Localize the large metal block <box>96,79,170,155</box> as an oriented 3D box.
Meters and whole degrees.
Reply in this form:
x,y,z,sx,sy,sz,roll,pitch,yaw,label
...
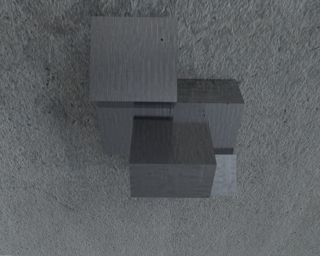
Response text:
x,y,z,sx,sy,sz,roll,pitch,yaw,label
-0.030,-0.013,0.379,0.081,0.050,0.079,1,130,-1,large metal block

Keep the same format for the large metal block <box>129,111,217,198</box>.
x,y,z,sx,sy,sz,roll,pitch,yaw,label
0.011,0.026,0.330,0.081,0.080,0.050,1,130,-1,large metal block

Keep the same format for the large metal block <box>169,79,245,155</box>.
x,y,z,sx,sy,sz,roll,pitch,yaw,label
0.051,-0.013,0.380,0.081,0.050,0.079,1,130,-1,large metal block

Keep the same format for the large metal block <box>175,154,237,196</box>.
x,y,z,sx,sy,sz,roll,pitch,yaw,label
0.052,0.060,0.416,0.081,0.080,0.050,0,86,-1,large metal block

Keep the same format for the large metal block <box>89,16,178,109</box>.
x,y,z,sx,sy,sz,roll,pitch,yaw,label
-0.024,-0.063,0.311,0.081,0.050,0.080,1,86,-1,large metal block
